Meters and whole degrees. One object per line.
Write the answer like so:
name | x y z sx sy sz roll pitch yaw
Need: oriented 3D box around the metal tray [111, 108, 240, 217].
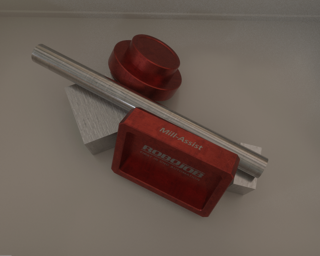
metal tray | 0.012 0.042 0.355 0.130 0.089 0.030 25 45 8

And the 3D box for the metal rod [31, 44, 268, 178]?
metal rod | -0.019 -0.024 0.362 0.301 0.025 0.025 28 72 9

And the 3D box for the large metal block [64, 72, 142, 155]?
large metal block | -0.066 -0.022 0.402 0.080 0.050 0.080 -21 72 -8

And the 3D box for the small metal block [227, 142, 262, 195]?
small metal block | 0.100 0.051 0.377 0.025 0.050 0.050 14 71 5

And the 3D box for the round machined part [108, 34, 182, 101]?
round machined part | -0.013 -0.084 0.402 0.099 0.042 0.098 22 39 -18
